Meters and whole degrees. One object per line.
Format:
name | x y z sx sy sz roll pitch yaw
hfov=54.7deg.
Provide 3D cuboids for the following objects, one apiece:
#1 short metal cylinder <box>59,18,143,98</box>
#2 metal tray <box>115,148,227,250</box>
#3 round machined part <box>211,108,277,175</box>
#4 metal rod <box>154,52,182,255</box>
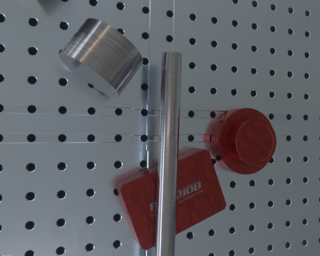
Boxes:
short metal cylinder | -0.067 -0.079 0.358 0.080 0.080 0.050 36 79 -17
metal tray | 0.017 0.091 0.416 0.131 0.030 0.090 -21 97 -19
round machined part | 0.128 0.019 0.451 0.099 0.042 0.097 0 90 -20
metal rod | 0.009 0.057 0.383 0.025 0.025 0.298 2 89 -20
